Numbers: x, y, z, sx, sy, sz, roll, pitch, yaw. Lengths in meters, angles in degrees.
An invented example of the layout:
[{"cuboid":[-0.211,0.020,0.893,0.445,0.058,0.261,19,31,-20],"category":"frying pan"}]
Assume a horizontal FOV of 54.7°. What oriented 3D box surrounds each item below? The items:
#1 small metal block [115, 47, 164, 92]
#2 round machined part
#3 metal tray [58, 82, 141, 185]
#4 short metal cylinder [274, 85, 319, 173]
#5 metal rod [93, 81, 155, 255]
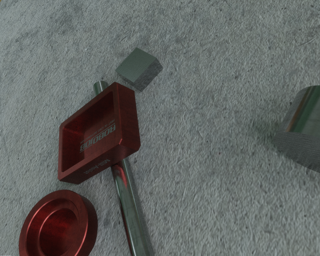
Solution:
[{"cuboid":[-0.032,-0.090,0.474,0.050,0.025,0.050,-48,52,-6],"category":"small metal block"},{"cuboid":[-0.116,0.128,0.374,0.098,0.042,0.098,-13,56,20],"category":"round machined part"},{"cuboid":[-0.084,0.010,0.406,0.130,0.030,0.090,-31,53,32],"category":"metal tray"},{"cuboid":[0.154,0.005,0.284,0.080,0.080,0.050,23,74,36],"category":"short metal cylinder"},{"cuboid":[-0.052,0.047,0.400,0.025,0.025,0.299,-28,52,10],"category":"metal rod"}]
